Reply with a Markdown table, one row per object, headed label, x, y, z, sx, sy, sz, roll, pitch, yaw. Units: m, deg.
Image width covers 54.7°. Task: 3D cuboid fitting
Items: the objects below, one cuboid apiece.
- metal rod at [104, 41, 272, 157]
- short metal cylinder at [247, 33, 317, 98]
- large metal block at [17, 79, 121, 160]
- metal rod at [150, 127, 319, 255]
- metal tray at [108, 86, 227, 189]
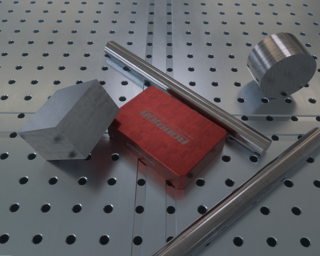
| label | x | y | z | sx | sy | sz | roll | pitch | yaw |
| --- | --- | --- | --- | --- | --- | --- | --- | --- | --- |
| metal rod | 0.025 | -0.054 | 0.453 | 0.300 | 0.025 | 0.025 | 37 | 59 | 26 |
| short metal cylinder | 0.174 | -0.089 | 0.448 | 0.081 | 0.080 | 0.050 | -9 | 51 | -7 |
| large metal block | -0.109 | -0.008 | 0.375 | 0.080 | 0.050 | 0.080 | -6 | 41 | 38 |
| metal rod | 0.087 | 0.080 | 0.340 | 0.302 | 0.025 | 0.025 | -31 | 57 | -23 |
| metal tray | 0.007 | 0.006 | 0.399 | 0.130 | 0.030 | 0.090 | 35 | 58 | 25 |
